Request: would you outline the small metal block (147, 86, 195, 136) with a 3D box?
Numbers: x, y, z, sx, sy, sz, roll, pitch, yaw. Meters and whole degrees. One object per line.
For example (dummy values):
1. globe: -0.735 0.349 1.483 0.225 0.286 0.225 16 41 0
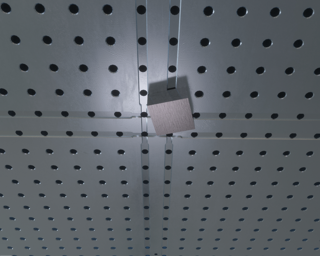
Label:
1. small metal block: 0.015 -0.021 0.394 0.050 0.025 0.050 -10 130 8
